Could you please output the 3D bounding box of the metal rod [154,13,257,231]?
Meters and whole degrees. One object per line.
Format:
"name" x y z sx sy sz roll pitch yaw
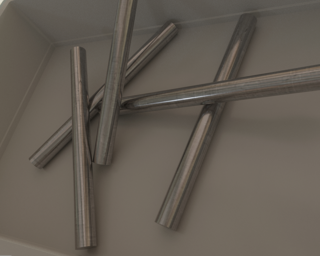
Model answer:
"metal rod" 0.064 -0.022 0.384 0.025 0.025 0.300 12 67 33

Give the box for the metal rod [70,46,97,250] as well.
"metal rod" -0.109 0.009 0.431 0.025 0.025 0.299 -18 62 17

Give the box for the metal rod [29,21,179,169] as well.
"metal rod" -0.084 -0.053 0.480 0.300 0.025 0.025 -46 51 -4

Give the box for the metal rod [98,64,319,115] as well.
"metal rod" 0.038 -0.039 0.379 0.300 0.025 0.025 -5 59 36

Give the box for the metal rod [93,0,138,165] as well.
"metal rod" -0.054 -0.100 0.411 0.025 0.025 0.298 12 94 32
